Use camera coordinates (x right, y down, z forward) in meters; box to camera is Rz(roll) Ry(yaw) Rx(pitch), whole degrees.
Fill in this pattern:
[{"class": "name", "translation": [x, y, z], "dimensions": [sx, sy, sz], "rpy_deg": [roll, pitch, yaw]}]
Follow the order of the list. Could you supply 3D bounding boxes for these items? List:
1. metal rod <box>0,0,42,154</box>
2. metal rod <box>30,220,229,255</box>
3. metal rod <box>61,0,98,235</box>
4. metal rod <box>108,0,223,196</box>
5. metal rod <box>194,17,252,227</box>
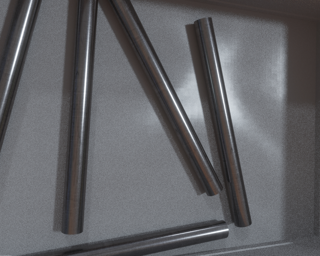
[{"class": "metal rod", "translation": [-0.176, -0.032, 0.345], "dimensions": [0.025, 0.025, 0.299], "rpy_deg": [15, 85, -20]}, {"class": "metal rod", "translation": [-0.050, 0.154, 0.392], "dimensions": [0.303, 0.025, 0.025], "rpy_deg": [-4, 92, -20]}, {"class": "metal rod", "translation": [-0.096, -0.025, 0.374], "dimensions": [0.025, 0.025, 0.298], "rpy_deg": [4, 89, -20]}, {"class": "metal rod", "translation": [0.010, -0.041, 0.413], "dimensions": [0.025, 0.025, 0.299], "rpy_deg": [-30, 100, -17]}, {"class": "metal rod", "translation": [0.091, -0.005, 0.443], "dimensions": [0.025, 0.025, 0.298], "rpy_deg": [-14, 95, -20]}]
